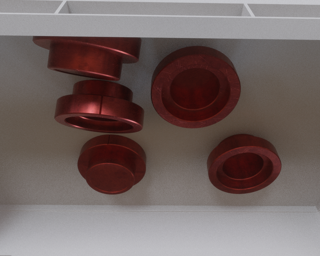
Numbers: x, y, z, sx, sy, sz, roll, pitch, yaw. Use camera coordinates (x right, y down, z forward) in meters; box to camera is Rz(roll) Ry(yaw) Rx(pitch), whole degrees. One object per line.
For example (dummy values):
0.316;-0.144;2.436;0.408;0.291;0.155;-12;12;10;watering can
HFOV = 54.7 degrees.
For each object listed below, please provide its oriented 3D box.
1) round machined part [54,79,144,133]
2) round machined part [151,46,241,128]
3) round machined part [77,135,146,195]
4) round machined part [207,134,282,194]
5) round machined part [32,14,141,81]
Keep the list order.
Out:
-0.067;-0.024;0.356;0.099;0.042;0.098;4;168;1;round machined part
0.039;-0.050;0.356;0.099;0.042;0.097;0;130;0;round machined part
-0.070;0.059;0.447;0.099;0.042;0.097;0;130;0;round machined part
0.116;0.047;0.439;0.099;0.042;0.097;0;130;0;round machined part
-0.069;-0.072;0.297;0.099;0.098;0.042;8;93;-7;round machined part
